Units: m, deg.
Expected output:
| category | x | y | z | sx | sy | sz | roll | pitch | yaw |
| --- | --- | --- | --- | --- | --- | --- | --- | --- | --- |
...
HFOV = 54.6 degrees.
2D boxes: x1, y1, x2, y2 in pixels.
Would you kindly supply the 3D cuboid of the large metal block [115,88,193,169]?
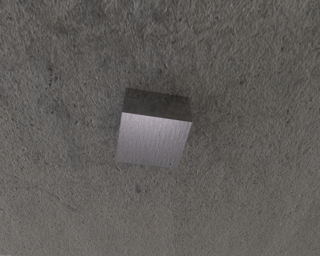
| category | x | y | z | sx | sy | sz | roll | pitch | yaw |
| --- | --- | --- | --- | --- | --- | --- | --- | --- | --- |
| large metal block | -0.010 | 0.002 | 0.392 | 0.080 | 0.050 | 0.079 | 8 | 130 | -7 |
